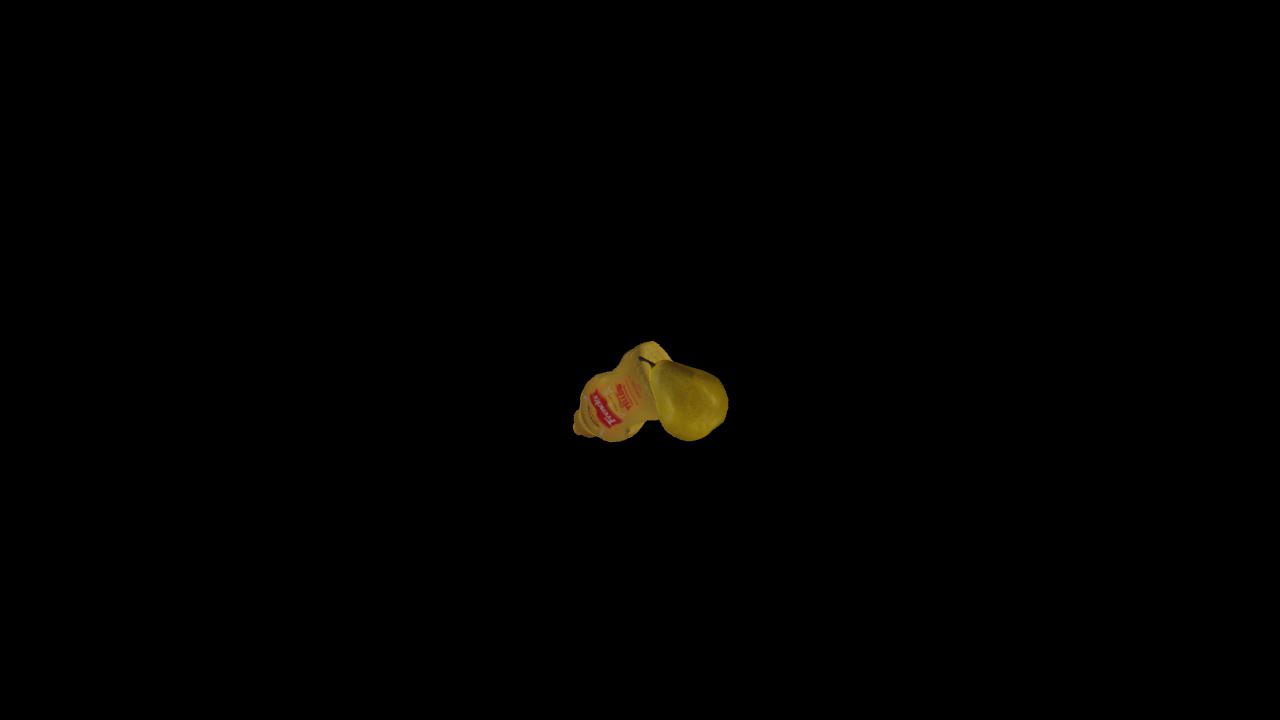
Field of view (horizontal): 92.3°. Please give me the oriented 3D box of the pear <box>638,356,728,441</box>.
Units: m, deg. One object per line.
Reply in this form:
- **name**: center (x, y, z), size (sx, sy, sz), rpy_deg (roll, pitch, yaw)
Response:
- **pear**: center (0.044, 0.030, 0.664), size (0.080, 0.111, 0.080), rpy_deg (-34, 9, 6)

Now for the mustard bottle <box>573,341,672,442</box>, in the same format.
- **mustard bottle**: center (-0.027, 0.054, 0.768), size (0.184, 0.092, 0.054), rpy_deg (-34, -4, 41)
